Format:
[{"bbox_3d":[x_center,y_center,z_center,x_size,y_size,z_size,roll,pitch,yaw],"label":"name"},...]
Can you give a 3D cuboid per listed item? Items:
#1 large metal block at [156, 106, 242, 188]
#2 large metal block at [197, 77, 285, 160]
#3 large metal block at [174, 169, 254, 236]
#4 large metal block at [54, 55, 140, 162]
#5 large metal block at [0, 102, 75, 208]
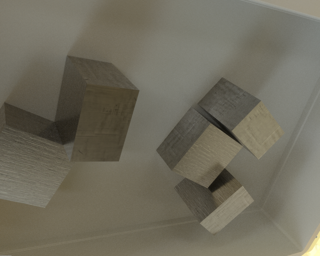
[{"bbox_3d":[0.056,0.029,0.441,0.080,0.050,0.080,31,101,-38],"label":"large metal block"},{"bbox_3d":[0.110,-0.014,0.424,0.050,0.080,0.080,-47,129,5],"label":"large metal block"},{"bbox_3d":[0.082,0.103,0.481,0.080,0.080,0.050,-41,129,0],"label":"large metal block"},{"bbox_3d":[-0.070,-0.021,0.321,0.050,0.080,0.079,4,117,-32],"label":"large metal block"},{"bbox_3d":[-0.145,0.031,0.333,0.080,0.050,0.080,27,104,-37],"label":"large metal block"}]
